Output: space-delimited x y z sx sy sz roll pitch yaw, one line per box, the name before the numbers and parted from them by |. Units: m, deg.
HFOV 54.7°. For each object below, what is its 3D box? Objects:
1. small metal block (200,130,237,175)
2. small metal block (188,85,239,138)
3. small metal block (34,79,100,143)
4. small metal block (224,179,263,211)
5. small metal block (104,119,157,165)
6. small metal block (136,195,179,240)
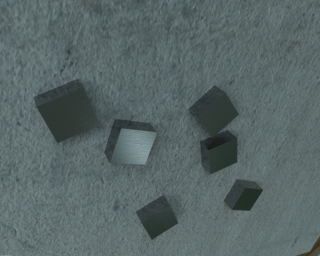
small metal block | 0.092 0.038 0.483 0.050 0.025 0.050 -22 127 -16
small metal block | 0.076 -0.023 0.436 0.050 0.025 0.050 -42 130 0
small metal block | -0.102 -0.019 0.341 0.050 0.025 0.050 -26 128 -13
small metal block | 0.154 0.124 0.571 0.050 0.025 0.050 13 112 -34
small metal block | -0.038 0.019 0.399 0.050 0.025 0.050 7 115 -32
small metal block | -0.004 0.143 0.495 0.050 0.025 0.050 -29 129 -10
